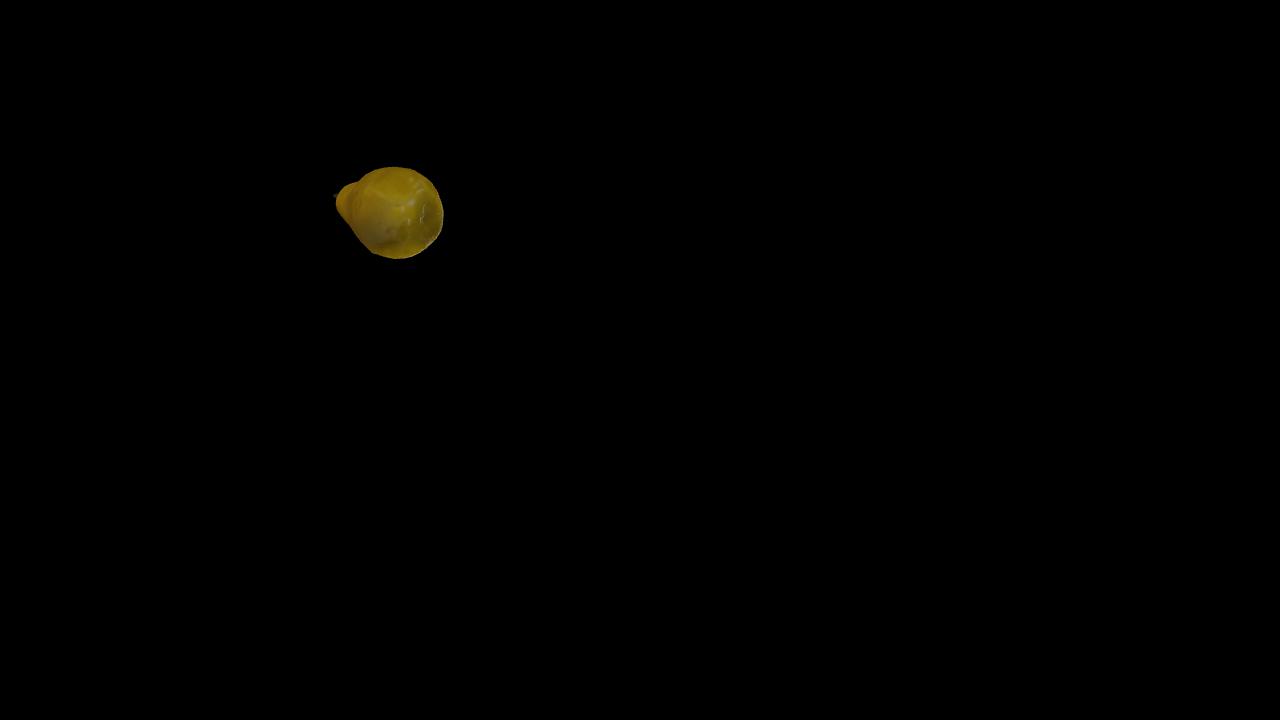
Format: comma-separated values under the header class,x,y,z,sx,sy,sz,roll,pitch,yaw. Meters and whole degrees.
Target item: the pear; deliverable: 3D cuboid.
class,x,y,z,sx,sy,sz,roll,pitch,yaw
pear,-0.230,-0.131,0.528,0.111,0.080,0.080,12,3,12
